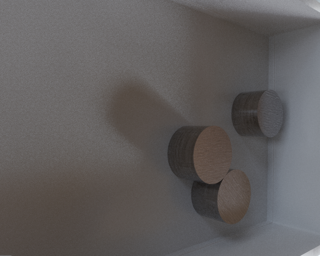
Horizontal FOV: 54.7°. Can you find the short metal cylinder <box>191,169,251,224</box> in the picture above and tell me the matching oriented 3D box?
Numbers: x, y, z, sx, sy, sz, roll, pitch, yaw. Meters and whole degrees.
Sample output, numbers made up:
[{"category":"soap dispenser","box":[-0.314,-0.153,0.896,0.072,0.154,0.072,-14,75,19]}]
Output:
[{"category":"short metal cylinder","box":[0.094,0.100,0.472,0.081,0.050,0.079,0,91,-40]}]

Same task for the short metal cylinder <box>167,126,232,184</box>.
[{"category":"short metal cylinder","box":[0.057,0.036,0.441,0.081,0.050,0.079,0,90,-40]}]

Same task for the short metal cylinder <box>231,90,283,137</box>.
[{"category":"short metal cylinder","box":[0.169,-0.024,0.535,0.081,0.050,0.079,0,90,-40]}]
